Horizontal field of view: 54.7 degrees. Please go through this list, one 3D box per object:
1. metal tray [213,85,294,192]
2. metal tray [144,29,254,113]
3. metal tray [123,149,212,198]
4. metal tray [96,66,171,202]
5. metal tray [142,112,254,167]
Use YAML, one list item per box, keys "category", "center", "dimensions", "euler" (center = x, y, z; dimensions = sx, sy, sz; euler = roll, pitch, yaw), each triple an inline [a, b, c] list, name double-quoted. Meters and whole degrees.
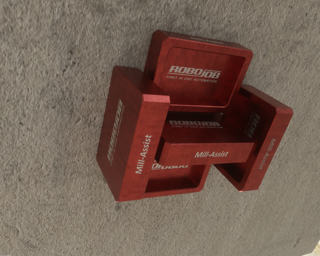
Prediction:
- category: "metal tray"
  center: [0.122, 0.013, 0.441]
  dimensions: [0.030, 0.090, 0.129]
  euler: [1, 118, -29]
- category: "metal tray"
  center: [0.045, -0.066, 0.389]
  dimensions: [0.131, 0.030, 0.089]
  euler: [0, 121, -29]
- category: "metal tray"
  center: [0.013, 0.053, 0.447]
  dimensions: [0.131, 0.030, 0.089]
  euler: [0, 117, -29]
- category: "metal tray"
  center: [-0.036, 0.006, 0.350]
  dimensions: [0.030, 0.090, 0.129]
  euler: [1, 119, -29]
- category: "metal tray"
  center: [0.042, 0.009, 0.396]
  dimensions: [0.131, 0.090, 0.030]
  euler: [1, 119, -29]
